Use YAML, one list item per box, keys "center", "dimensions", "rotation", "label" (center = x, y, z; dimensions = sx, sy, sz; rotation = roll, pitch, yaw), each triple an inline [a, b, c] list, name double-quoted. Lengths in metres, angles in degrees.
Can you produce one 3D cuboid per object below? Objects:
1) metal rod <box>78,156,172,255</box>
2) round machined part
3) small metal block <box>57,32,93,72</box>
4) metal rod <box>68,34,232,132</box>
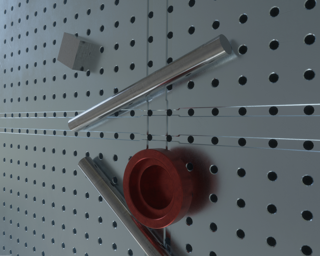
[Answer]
- center: [-0.030, 0.143, 0.433]
  dimensions: [0.300, 0.025, 0.025]
  rotation: [42, 116, 31]
  label: "metal rod"
- center: [0.001, 0.074, 0.397]
  dimensions: [0.098, 0.042, 0.097]
  rotation: [0, 90, 40]
  label: "round machined part"
- center: [-0.147, -0.130, 0.531]
  dimensions: [0.050, 0.025, 0.050]
  rotation: [33, 110, 35]
  label: "small metal block"
- center: [-0.036, -0.049, 0.439]
  dimensions: [0.299, 0.025, 0.025]
  rotation: [-22, 76, 37]
  label: "metal rod"
